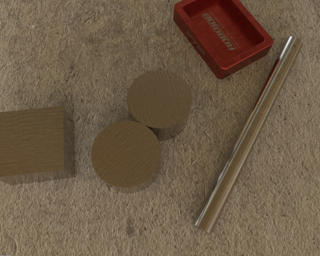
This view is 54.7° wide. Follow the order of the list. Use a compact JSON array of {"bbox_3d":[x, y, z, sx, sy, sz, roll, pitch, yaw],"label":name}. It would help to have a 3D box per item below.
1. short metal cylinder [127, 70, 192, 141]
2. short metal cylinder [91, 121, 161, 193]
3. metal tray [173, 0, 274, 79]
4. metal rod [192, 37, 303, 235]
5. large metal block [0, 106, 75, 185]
[{"bbox_3d":[-0.001,-0.029,0.405,0.081,0.050,0.080,0,70,0],"label":"short metal cylinder"},{"bbox_3d":[-0.039,0.037,0.381,0.081,0.050,0.080,0,70,0],"label":"short metal cylinder"},{"bbox_3d":[0.091,-0.146,0.459,0.090,0.030,0.130,-30,73,-11],"label":"metal tray"},{"bbox_3d":[0.123,-0.003,0.410,0.025,0.025,0.300,28,72,10],"label":"metal rod"},{"bbox_3d":[-0.153,0.023,0.385,0.081,0.050,0.080,-6,70,-3],"label":"large metal block"}]
